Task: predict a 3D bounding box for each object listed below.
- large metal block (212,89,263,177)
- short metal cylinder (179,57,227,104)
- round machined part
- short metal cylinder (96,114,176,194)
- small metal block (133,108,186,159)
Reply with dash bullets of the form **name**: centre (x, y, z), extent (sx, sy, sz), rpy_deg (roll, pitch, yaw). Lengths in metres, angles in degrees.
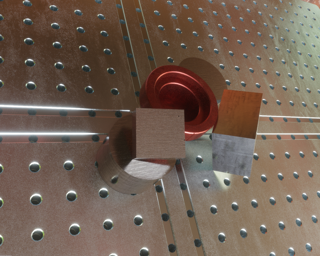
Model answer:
- **large metal block**: centre (0.103, 0.007, 0.416), extent (0.050, 0.080, 0.080), rpy_deg (9, 50, 18)
- **short metal cylinder**: centre (0.050, -0.056, 0.453), extent (0.081, 0.050, 0.080), rpy_deg (14, 56, -21)
- **round machined part**: centre (0.020, -0.027, 0.386), extent (0.099, 0.042, 0.098), rpy_deg (14, 56, -21)
- **short metal cylinder**: centre (-0.027, 0.030, 0.358), extent (0.081, 0.050, 0.080), rpy_deg (14, 56, -21)
- **small metal block**: centre (-0.002, 0.007, 0.322), extent (0.050, 0.025, 0.050), rpy_deg (1, 80, -14)
